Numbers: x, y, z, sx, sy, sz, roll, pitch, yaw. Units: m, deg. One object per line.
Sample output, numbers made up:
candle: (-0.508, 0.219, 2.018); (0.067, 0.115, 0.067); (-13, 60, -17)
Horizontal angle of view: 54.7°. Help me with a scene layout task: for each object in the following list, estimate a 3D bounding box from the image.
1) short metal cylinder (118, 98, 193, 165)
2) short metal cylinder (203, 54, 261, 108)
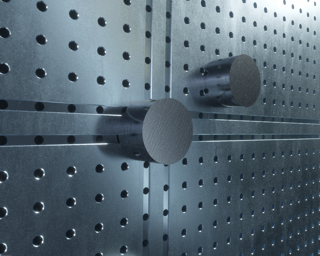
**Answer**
short metal cylinder: (-0.005, 0.004, 0.389); (0.081, 0.050, 0.079); (0, 90, -40)
short metal cylinder: (0.114, -0.072, 0.488); (0.081, 0.050, 0.079); (0, 90, -40)
